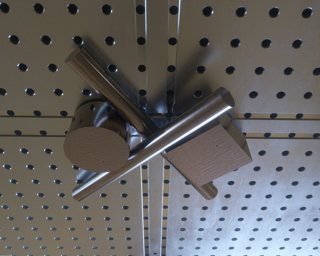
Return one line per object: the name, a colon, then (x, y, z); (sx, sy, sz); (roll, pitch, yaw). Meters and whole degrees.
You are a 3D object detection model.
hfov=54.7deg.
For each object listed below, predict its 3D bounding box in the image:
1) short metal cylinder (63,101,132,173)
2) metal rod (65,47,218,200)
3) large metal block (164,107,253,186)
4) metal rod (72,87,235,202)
short metal cylinder: (-0.078, 0.013, 0.400); (0.081, 0.050, 0.079); (0, 130, 0)
metal rod: (-0.006, 0.012, 0.416); (0.025, 0.025, 0.300); (-29, 125, 22)
large metal block: (0.062, 0.022, 0.408); (0.080, 0.050, 0.080); (-31, 124, 23)
metal rod: (-0.030, 0.037, 0.410); (0.025, 0.025, 0.299); (35, 130, -26)
